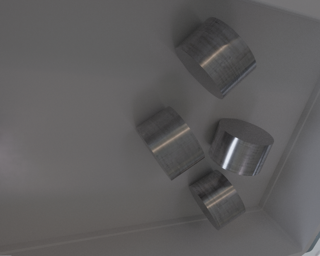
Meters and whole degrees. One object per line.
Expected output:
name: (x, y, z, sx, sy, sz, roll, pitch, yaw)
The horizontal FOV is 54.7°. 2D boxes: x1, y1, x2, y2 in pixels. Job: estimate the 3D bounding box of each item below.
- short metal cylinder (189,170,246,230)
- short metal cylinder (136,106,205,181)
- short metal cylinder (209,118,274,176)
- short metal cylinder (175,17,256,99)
short metal cylinder: (0.090, 0.113, 0.492, 0.050, 0.080, 0.080, -32, 129, -8)
short metal cylinder: (0.012, 0.019, 0.391, 0.050, 0.080, 0.080, -34, 129, -6)
short metal cylinder: (0.117, 0.026, 0.453, 0.081, 0.080, 0.050, 1, 118, -29)
short metal cylinder: (0.063, -0.079, 0.358, 0.050, 0.080, 0.080, -43, 129, 1)
